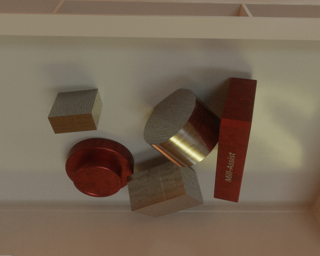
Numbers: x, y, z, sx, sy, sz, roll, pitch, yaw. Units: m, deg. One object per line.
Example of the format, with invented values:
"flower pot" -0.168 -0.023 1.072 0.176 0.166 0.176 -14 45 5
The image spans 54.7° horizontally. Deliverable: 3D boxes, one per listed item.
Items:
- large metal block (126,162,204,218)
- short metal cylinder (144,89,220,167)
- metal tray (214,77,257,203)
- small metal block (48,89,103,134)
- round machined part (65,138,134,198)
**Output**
"large metal block" 0.009 0.091 0.452 0.080 0.050 0.080 -21 151 16
"short metal cylinder" 0.027 0.000 0.373 0.080 0.080 0.050 -35 122 25
"metal tray" 0.091 0.016 0.378 0.030 0.090 0.129 9 132 15
"small metal block" -0.100 -0.021 0.373 0.050 0.050 0.025 -5 130 4
"round machined part" -0.088 0.064 0.451 0.099 0.042 0.097 -1 130 0
